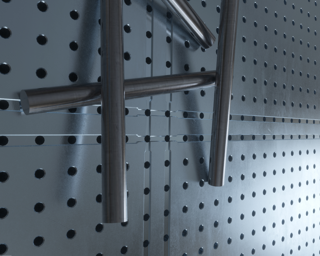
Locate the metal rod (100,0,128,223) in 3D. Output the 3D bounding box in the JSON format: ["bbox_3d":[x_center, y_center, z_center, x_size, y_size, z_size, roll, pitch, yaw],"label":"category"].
[{"bbox_3d":[-0.051,-0.054,0.334,0.025,0.025,0.299,6,76,-40],"label":"metal rod"}]

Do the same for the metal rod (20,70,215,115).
[{"bbox_3d":[-0.016,-0.052,0.394,0.302,0.025,0.025,-14,99,-39],"label":"metal rod"}]

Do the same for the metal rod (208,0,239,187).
[{"bbox_3d":[0.093,-0.060,0.454,0.025,0.025,0.298,-7,104,-40],"label":"metal rod"}]

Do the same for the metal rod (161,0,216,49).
[{"bbox_3d":[-0.018,-0.195,0.369,0.301,0.025,0.025,35,68,-42],"label":"metal rod"}]
